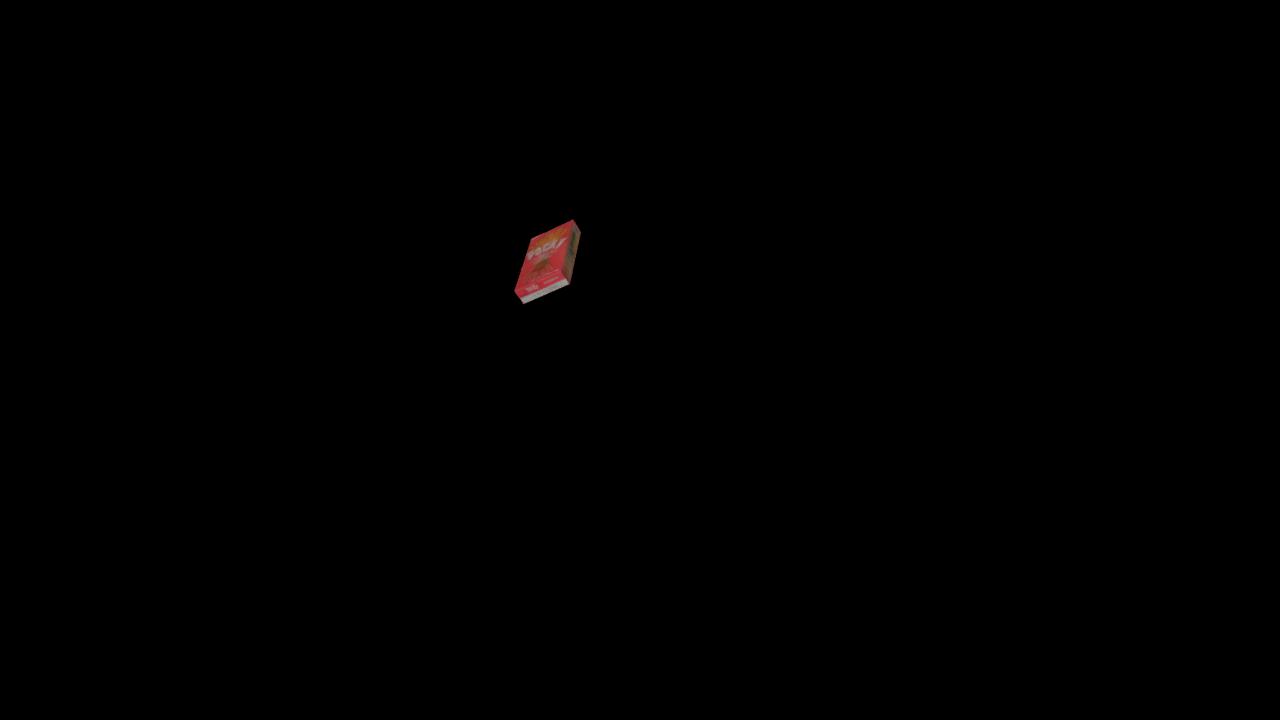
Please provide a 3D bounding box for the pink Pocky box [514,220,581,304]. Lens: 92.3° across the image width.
[{"bbox_3d":[-0.140,-0.154,0.947,0.084,0.029,0.155,-19,37,19],"label":"pink Pocky box"}]
